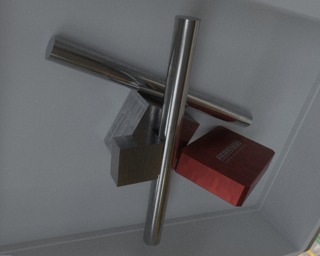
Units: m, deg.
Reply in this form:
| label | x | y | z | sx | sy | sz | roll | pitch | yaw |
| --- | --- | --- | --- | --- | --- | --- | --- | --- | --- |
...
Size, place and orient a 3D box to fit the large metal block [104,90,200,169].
| label | x | y | z | sx | sy | sz | roll | pitch | yaw |
| --- | --- | --- | --- | --- | --- | --- | --- | --- | --- |
| large metal block | -0.011 | 0.006 | 0.390 | 0.080 | 0.050 | 0.080 | 19 | 108 | -36 |

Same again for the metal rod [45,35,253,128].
| label | x | y | z | sx | sy | sz | roll | pitch | yaw |
| --- | --- | --- | --- | --- | --- | --- | --- | --- | --- |
| metal rod | 0.012 | -0.045 | 0.388 | 0.302 | 0.025 | 0.025 | 15 | 110 | -35 |

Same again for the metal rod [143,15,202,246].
| label | x | y | z | sx | sy | sz | roll | pitch | yaw |
| --- | --- | --- | --- | --- | --- | --- | --- | --- | --- |
| metal rod | 0.008 | 0.025 | 0.364 | 0.025 | 0.025 | 0.298 | -6 | 121 | -26 |

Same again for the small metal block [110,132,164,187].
| label | x | y | z | sx | sy | sz | roll | pitch | yaw |
| --- | --- | --- | --- | --- | --- | --- | --- | --- | --- |
| small metal block | -0.027 | 0.035 | 0.350 | 0.050 | 0.025 | 0.050 | -7 | 121 | -26 |

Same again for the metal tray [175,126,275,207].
| label | x | y | z | sx | sy | sz | roll | pitch | yaw |
| --- | --- | --- | --- | --- | --- | --- | --- | --- | --- |
| metal tray | 0.089 | 0.043 | 0.408 | 0.131 | 0.090 | 0.030 | -25 | 136 | -55 |
